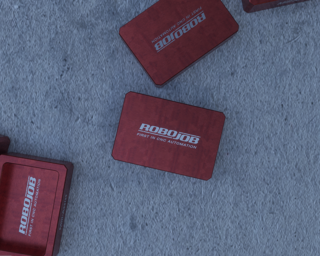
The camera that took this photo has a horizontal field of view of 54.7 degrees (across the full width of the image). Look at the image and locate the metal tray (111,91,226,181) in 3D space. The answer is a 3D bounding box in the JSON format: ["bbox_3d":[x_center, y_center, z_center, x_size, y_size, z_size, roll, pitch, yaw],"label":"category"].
[{"bbox_3d":[0.011,0.010,0.407,0.131,0.030,0.089,13,90,0],"label":"metal tray"}]

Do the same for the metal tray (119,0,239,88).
[{"bbox_3d":[0.024,-0.125,0.407,0.130,0.030,0.090,-36,90,0],"label":"metal tray"}]

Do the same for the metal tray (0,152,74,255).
[{"bbox_3d":[-0.172,0.103,0.405,0.091,0.030,0.129,10,90,0],"label":"metal tray"}]

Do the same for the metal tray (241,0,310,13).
[{"bbox_3d":[0.170,-0.212,0.408,0.131,0.030,0.089,-12,90,0],"label":"metal tray"}]

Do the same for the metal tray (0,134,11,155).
[{"bbox_3d":[-0.276,0.039,0.405,0.131,0.030,0.090,15,90,0],"label":"metal tray"}]
